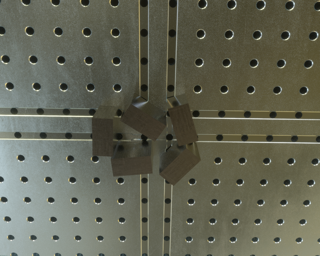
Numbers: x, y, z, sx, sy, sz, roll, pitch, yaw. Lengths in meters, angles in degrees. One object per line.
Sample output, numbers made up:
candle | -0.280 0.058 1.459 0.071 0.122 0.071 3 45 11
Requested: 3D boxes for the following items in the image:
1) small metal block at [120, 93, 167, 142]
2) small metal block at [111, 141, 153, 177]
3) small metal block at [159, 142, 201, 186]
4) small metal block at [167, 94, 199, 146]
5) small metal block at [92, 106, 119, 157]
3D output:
small metal block | -0.020 -0.015 0.394 0.050 0.050 0.025 32 108 -12
small metal block | -0.035 0.040 0.414 0.050 0.050 0.025 -5 110 1
small metal block | 0.025 0.041 0.415 0.025 0.050 0.050 41 105 -13
small metal block | 0.028 -0.012 0.395 0.025 0.050 0.050 -15 109 5
small metal block | -0.070 0.003 0.401 0.025 0.050 0.050 3 111 -1
